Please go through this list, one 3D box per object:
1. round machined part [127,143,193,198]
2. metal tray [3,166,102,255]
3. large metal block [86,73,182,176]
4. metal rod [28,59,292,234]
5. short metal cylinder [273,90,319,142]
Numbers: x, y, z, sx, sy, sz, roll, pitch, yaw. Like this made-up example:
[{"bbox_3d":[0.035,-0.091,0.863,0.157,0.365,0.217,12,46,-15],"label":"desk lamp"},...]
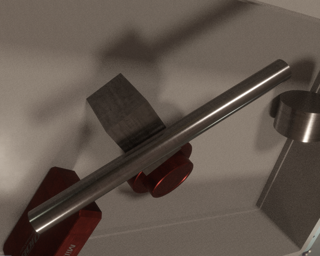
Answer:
[{"bbox_3d":[0.006,0.056,0.414,0.099,0.042,0.098,-31,152,-19],"label":"round machined part"},{"bbox_3d":[-0.130,0.123,0.364,0.030,0.090,0.130,26,100,-46],"label":"metal tray"},{"bbox_3d":[-0.031,-0.005,0.354,0.050,0.080,0.080,-38,130,-3],"label":"large metal block"},{"bbox_3d":[0.008,0.013,0.318,0.301,0.025,0.025,-31,129,-9],"label":"metal rod"},{"bbox_3d":[0.225,-0.020,0.487,0.081,0.080,0.050,-13,124,-22],"label":"short metal cylinder"}]
